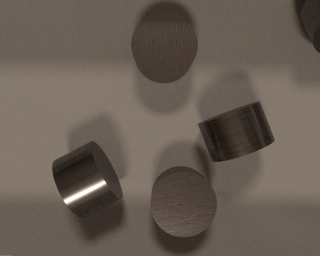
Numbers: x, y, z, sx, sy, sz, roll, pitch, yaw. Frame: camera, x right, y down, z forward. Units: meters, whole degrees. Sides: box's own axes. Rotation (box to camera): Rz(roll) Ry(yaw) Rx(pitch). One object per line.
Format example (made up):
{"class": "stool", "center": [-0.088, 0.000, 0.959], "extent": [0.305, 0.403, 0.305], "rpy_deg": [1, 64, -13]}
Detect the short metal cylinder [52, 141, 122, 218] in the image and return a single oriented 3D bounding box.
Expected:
{"class": "short metal cylinder", "center": [-0.088, 0.063, 0.383], "extent": [0.050, 0.080, 0.080], "rpy_deg": [-28, 90, 0]}

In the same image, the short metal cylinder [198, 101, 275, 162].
{"class": "short metal cylinder", "center": [0.094, 0.004, 0.385], "extent": [0.080, 0.080, 0.050], "rpy_deg": [-21, 90, 0]}

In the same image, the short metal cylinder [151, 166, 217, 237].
{"class": "short metal cylinder", "center": [0.029, 0.092, 0.399], "extent": [0.081, 0.050, 0.079], "rpy_deg": [0, 90, -1]}

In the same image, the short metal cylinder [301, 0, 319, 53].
{"class": "short metal cylinder", "center": [0.222, -0.135, 0.380], "extent": [0.081, 0.080, 0.050], "rpy_deg": [-2, 55, -1]}

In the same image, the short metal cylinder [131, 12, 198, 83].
{"class": "short metal cylinder", "center": [0.005, -0.101, 0.399], "extent": [0.081, 0.050, 0.079], "rpy_deg": [0, 90, -1]}
